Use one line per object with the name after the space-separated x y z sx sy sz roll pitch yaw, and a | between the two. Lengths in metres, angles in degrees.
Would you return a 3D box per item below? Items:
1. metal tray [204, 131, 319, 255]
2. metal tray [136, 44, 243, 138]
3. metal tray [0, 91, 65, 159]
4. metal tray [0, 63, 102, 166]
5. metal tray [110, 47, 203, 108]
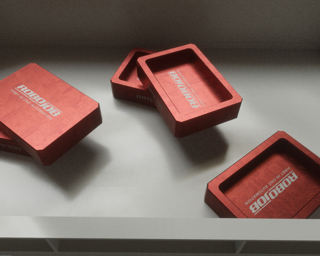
0.126 0.068 0.346 0.131 0.030 0.090 -31 57 -24 | metal tray
0.034 -0.054 0.408 0.091 0.030 0.130 -19 53 -16 | metal tray
-0.182 -0.012 0.409 0.131 0.030 0.090 10 51 8 | metal tray
-0.148 -0.022 0.379 0.130 0.030 0.090 32 56 23 | metal tray
0.004 -0.071 0.461 0.131 0.030 0.090 15 52 12 | metal tray
